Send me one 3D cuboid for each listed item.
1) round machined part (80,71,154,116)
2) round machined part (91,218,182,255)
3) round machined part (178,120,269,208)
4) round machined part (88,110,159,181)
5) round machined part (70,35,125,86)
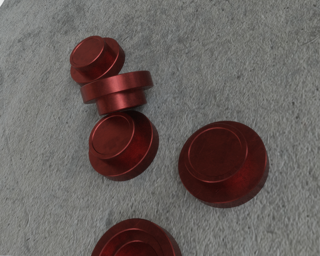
[{"bbox_3d":[-0.056,-0.045,0.427,0.098,0.098,0.042,-14,93,20],"label":"round machined part"},{"bbox_3d":[-0.021,0.146,0.315,0.098,0.042,0.098,-13,56,21],"label":"round machined part"},{"bbox_3d":[0.065,0.034,0.338,0.098,0.042,0.098,-13,56,21],"label":"round machined part"},{"bbox_3d":[-0.055,0.018,0.411,0.098,0.042,0.098,-13,56,21],"label":"round machined part"},{"bbox_3d":[-0.112,-0.117,0.524,0.098,0.042,0.098,-13,56,21],"label":"round machined part"}]
